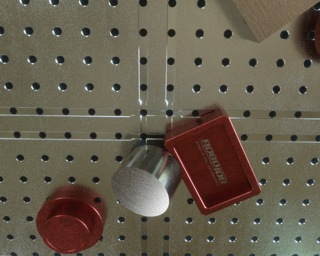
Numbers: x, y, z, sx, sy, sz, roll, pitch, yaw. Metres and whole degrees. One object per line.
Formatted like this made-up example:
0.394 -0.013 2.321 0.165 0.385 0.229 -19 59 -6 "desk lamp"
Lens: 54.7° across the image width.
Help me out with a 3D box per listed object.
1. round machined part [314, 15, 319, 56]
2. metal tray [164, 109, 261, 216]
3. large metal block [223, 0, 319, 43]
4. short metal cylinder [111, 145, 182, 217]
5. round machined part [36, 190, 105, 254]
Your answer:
0.231 -0.116 0.364 0.099 0.042 0.097 0 110 0 "round machined part"
0.073 0.049 0.429 0.090 0.030 0.130 -25 108 8 "metal tray"
0.118 -0.154 0.344 0.080 0.050 0.080 -35 107 12 "large metal block"
-0.017 0.069 0.410 0.080 0.050 0.079 12 124 19 "short metal cylinder"
-0.133 0.145 0.456 0.099 0.042 0.097 0 110 0 "round machined part"
